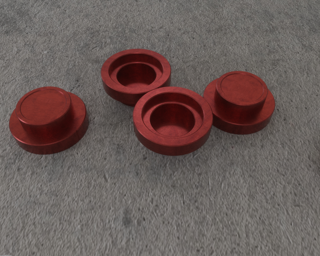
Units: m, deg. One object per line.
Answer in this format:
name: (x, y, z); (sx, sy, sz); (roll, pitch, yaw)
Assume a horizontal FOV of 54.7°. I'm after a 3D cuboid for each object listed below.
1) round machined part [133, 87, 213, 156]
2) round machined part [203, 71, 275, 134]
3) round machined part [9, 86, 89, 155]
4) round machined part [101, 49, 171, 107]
round machined part: (0.016, -0.004, 0.395); (0.099, 0.042, 0.098); (1, 51, -1)
round machined part: (0.109, -0.041, 0.428); (0.099, 0.042, 0.098); (0, 50, 0)
round machined part: (-0.146, -0.017, 0.405); (0.099, 0.042, 0.098); (0, 50, 0)
round machined part: (-0.033, -0.069, 0.450); (0.099, 0.042, 0.098); (0, 50, 0)
